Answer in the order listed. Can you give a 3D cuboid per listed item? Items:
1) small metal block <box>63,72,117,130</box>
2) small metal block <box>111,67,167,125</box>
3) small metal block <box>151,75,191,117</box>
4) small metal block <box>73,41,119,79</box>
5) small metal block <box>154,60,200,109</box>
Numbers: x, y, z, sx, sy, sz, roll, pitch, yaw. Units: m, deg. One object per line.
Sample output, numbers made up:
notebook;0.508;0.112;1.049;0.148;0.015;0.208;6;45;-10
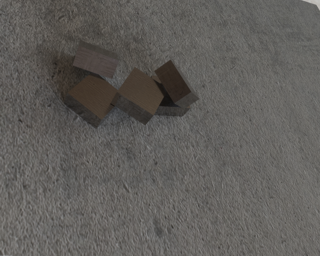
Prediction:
small metal block;-0.081;-0.035;0.384;0.050;0.025;0.050;39;51;-3
small metal block;-0.025;-0.040;0.384;0.050;0.025;0.050;33;51;-7
small metal block;0.010;-0.044;0.440;0.050;0.025;0.050;2;61;-28
small metal block;-0.083;-0.089;0.401;0.050;0.025;0.050;17;18;-19
small metal block;0.023;-0.056;0.405;0.050;0.025;0.050;59;13;14
